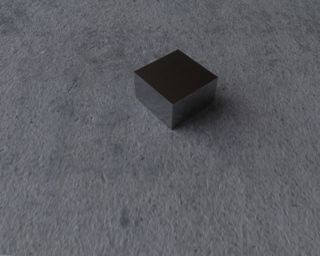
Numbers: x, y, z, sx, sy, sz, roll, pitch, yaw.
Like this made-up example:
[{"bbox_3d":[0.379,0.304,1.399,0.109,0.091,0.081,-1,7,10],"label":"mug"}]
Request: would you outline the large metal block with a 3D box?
[{"bbox_3d":[0.021,-0.056,0.434,0.081,0.050,0.080,-32,57,-24],"label":"large metal block"}]
